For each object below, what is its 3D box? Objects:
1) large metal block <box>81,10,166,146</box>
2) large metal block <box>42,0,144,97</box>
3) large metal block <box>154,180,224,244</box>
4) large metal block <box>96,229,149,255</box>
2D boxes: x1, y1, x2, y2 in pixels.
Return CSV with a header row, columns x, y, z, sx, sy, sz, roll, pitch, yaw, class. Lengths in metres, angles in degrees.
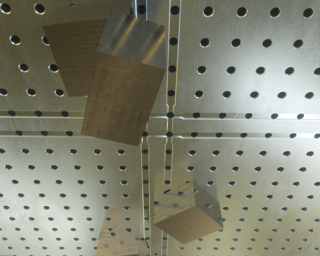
x,y,z,sx,sy,sz,roll,pitch,yaw,class
-0.031,-0.044,0.272,0.050,0.080,0.079,13,129,-11,large metal block
-0.063,-0.083,0.324,0.080,0.050,0.080,-5,130,4,large metal block
0.047,0.142,0.516,0.080,0.050,0.080,-31,124,24,large metal block
-0.070,0.244,0.602,0.080,0.050,0.080,-9,130,7,large metal block
